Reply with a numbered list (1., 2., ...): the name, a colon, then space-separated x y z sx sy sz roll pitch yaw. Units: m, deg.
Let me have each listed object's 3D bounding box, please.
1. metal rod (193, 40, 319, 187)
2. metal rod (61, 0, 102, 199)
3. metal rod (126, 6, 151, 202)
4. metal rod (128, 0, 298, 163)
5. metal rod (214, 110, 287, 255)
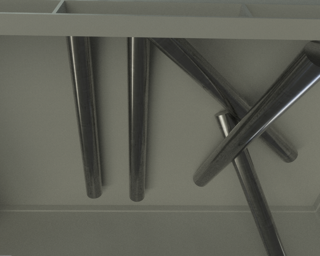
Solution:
1. metal rod: 0.088 0.014 0.348 0.025 0.025 0.299 7 153 -7
2. metal rod: -0.094 -0.010 0.398 0.025 0.025 0.298 3 130 -3
3. metal rod: -0.029 -0.004 0.405 0.025 0.025 0.298 2 130 -2
4. metal rod: 0.082 -0.034 0.364 0.025 0.025 0.301 -36 127 26
5. metal rod: 0.138 0.115 0.423 0.025 0.025 0.299 -20 101 15
